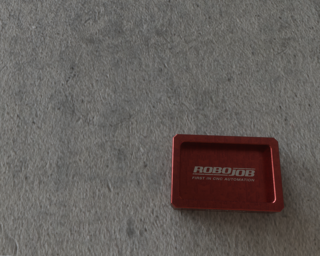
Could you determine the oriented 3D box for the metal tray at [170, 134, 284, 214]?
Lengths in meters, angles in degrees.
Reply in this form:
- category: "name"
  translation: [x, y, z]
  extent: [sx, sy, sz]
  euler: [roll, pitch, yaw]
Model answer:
- category: "metal tray"
  translation: [0.080, 0.057, 0.385]
  extent: [0.131, 0.030, 0.090]
  euler: [2, 70, 1]
